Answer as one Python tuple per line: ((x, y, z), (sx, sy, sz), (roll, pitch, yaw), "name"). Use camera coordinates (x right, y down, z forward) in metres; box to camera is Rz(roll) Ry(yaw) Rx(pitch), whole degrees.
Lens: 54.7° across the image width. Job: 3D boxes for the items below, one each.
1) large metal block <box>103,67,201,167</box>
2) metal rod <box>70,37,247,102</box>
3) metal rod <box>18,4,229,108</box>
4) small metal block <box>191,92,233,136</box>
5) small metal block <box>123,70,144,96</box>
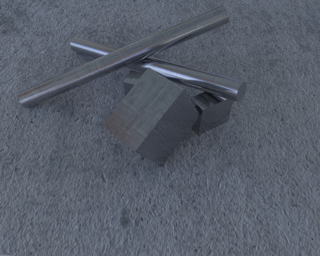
((-0.005, -0.009, 0.357), (0.050, 0.080, 0.080), (36, 87, 26), "large metal block")
((-0.022, -0.091, 0.441), (0.300, 0.025, 0.025), (23, 53, 32), "metal rod")
((-0.053, -0.095, 0.422), (0.301, 0.025, 0.025), (-22, 51, 5), "metal rod")
((0.066, -0.024, 0.408), (0.050, 0.050, 0.025), (-25, 55, -20), "small metal block")
((-0.020, -0.048, 0.427), (0.050, 0.050, 0.025), (14, 52, 11), "small metal block")
